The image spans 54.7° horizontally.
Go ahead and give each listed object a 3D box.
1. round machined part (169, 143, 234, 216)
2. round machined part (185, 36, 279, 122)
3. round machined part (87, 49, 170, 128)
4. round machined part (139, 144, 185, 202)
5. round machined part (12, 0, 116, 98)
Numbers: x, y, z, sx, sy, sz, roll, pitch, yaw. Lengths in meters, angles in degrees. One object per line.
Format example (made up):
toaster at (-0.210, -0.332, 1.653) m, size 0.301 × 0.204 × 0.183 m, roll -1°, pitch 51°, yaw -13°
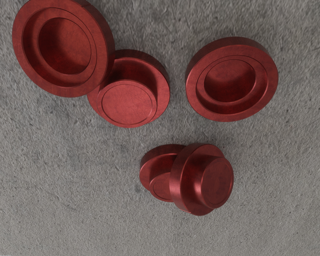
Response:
round machined part at (0.062, 0.070, 0.417) m, size 0.042 × 0.098 × 0.098 m, roll 5°, pitch 144°, yaw 48°
round machined part at (0.077, -0.057, 0.348) m, size 0.099 × 0.042 × 0.097 m, roll 0°, pitch 130°, yaw 0°
round machined part at (-0.037, -0.038, 0.363) m, size 0.099 × 0.042 × 0.097 m, roll 0°, pitch 130°, yaw 0°
round machined part at (0.019, 0.073, 0.458) m, size 0.099 × 0.042 × 0.097 m, roll 0°, pitch 130°, yaw 0°
round machined part at (-0.091, -0.083, 0.312) m, size 0.098 × 0.042 × 0.097 m, roll 6°, pitch 118°, yaw 11°
